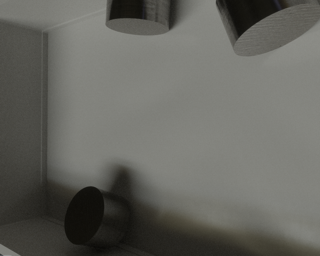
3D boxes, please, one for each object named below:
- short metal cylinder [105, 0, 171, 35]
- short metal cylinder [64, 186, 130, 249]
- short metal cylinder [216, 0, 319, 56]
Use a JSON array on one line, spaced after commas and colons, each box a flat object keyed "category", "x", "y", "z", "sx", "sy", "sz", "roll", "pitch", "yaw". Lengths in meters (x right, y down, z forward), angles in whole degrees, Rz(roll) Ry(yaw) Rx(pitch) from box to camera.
[{"category": "short metal cylinder", "x": -0.027, "y": -0.153, "z": 0.393, "sx": 0.080, "sy": 0.081, "sz": 0.050, "roll": 7, "pitch": 94, "yaw": 40}, {"category": "short metal cylinder", "x": -0.091, "y": 0.130, "z": 0.448, "sx": 0.080, "sy": 0.050, "sz": 0.080, "roll": -20, "pitch": 55, "yaw": 31}, {"category": "short metal cylinder", "x": 0.099, "y": -0.110, "z": 0.289, "sx": 0.080, "sy": 0.081, "sz": 0.050, "roll": -28, "pitch": 73, "yaw": 37}]
